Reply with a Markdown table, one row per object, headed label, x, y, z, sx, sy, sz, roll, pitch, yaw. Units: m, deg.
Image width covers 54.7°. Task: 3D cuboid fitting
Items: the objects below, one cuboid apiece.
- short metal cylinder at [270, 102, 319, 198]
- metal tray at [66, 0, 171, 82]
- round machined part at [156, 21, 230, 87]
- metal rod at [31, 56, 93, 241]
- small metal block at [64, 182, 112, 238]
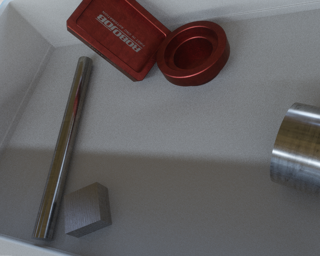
| label | x | y | z | sx | sy | sz | roll | pitch | yaw |
| --- | --- | --- | --- | --- | --- | --- | --- | --- | --- |
| short metal cylinder | 0.141 | 0.021 | 0.284 | 0.050 | 0.080 | 0.080 | 18 | 71 | 34 |
| metal tray | -0.057 | -0.140 | 0.452 | 0.090 | 0.130 | 0.030 | -55 | 17 | -6 |
| round machined part | 0.048 | -0.097 | 0.428 | 0.098 | 0.042 | 0.098 | -13 | 56 | 20 |
| metal rod | -0.141 | 0.012 | 0.469 | 0.025 | 0.025 | 0.299 | -9 | 58 | 23 |
| small metal block | -0.091 | 0.103 | 0.389 | 0.050 | 0.025 | 0.050 | -24 | 53 | 13 |
